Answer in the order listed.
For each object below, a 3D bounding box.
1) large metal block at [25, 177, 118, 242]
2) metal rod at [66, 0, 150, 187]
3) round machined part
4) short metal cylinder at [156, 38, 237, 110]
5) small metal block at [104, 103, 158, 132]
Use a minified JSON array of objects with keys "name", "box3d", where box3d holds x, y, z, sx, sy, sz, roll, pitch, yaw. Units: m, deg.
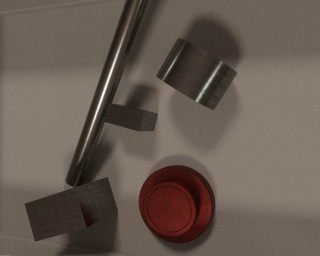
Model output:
[{"name":"large metal block","box3d":[-0.117,0.108,0.421,0.080,0.080,0.050,-20,84,18]},{"name":"metal rod","box3d":[-0.070,-0.048,0.399,0.025,0.025,0.298,31,113,17]},{"name":"round machined part","box3d":[0.018,0.098,0.394,0.098,0.042,0.097,0,90,19]},{"name":"short metal cylinder","box3d":[0.043,-0.063,0.366,0.080,0.080,0.050,34,101,16]},{"name":"small metal block","box3d":[-0.037,-0.014,0.409,0.050,0.050,0.025,15,95,19]}]
